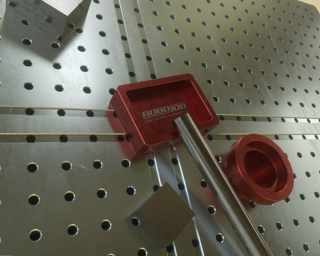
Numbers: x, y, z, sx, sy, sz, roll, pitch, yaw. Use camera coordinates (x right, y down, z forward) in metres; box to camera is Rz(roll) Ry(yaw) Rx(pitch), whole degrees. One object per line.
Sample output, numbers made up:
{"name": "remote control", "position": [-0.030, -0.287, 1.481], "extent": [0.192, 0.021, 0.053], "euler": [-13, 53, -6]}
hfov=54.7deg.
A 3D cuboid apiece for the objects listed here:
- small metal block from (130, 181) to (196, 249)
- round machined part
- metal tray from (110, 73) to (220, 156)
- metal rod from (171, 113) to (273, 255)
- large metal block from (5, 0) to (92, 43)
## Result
{"name": "small metal block", "position": [0.004, 0.098, 0.352], "extent": [0.050, 0.025, 0.050], "euler": [48, 51, 5]}
{"name": "round machined part", "position": [0.135, 0.060, 0.435], "extent": [0.099, 0.042, 0.098], "euler": [14, 56, -21]}
{"name": "metal tray", "position": [0.009, -0.023, 0.425], "extent": [0.131, 0.030, 0.090], "euler": [-16, 71, -35]}
{"name": "metal rod", "position": [0.099, 0.116, 0.372], "extent": [0.025, 0.025, 0.299], "euler": [-25, 82, -37]}
{"name": "large metal block", "position": [-0.147, -0.176, 0.421], "extent": [0.080, 0.050, 0.080], "euler": [30, 52, -9]}
